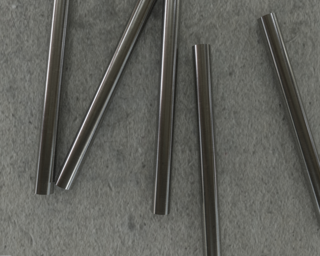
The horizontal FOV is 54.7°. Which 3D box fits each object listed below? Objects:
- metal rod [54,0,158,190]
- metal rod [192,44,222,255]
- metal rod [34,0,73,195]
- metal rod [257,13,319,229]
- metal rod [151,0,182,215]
[{"bbox_3d":[-0.066,-0.060,0.409,0.025,0.025,0.299,24,90,-1],"label":"metal rod"},{"bbox_3d":[0.063,0.041,0.410,0.025,0.025,0.298,-3,90,-1],"label":"metal rod"},{"bbox_3d":[-0.138,-0.063,0.408,0.025,0.025,0.298,6,90,-1],"label":"metal rod"},{"bbox_3d":[0.185,-0.005,0.412,0.025,0.025,0.298,-17,90,0],"label":"metal rod"},{"bbox_3d":[0.009,-0.037,0.410,0.025,0.025,0.298,3,90,-1],"label":"metal rod"}]
